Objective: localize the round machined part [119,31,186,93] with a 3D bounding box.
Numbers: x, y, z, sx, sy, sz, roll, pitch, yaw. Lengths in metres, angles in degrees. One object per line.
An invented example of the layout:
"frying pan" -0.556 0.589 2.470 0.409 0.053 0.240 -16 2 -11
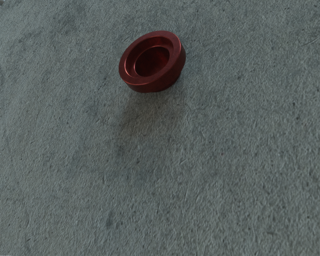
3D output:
"round machined part" -0.008 -0.091 0.454 0.098 0.042 0.098 -13 56 21
